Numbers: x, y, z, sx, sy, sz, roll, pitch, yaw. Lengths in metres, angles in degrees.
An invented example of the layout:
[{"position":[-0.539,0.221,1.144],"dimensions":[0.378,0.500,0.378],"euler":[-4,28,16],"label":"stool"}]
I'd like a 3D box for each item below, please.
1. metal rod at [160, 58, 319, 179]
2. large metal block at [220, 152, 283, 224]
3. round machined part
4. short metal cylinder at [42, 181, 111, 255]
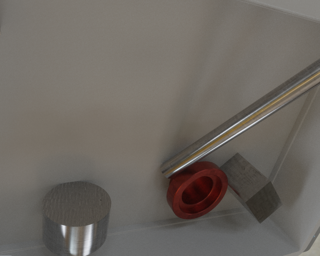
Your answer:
[{"position":[0.116,-0.016,0.388],"dimensions":[0.299,0.025,0.025],"euler":[-37,134,28],"label":"metal rod"},{"position":[0.149,0.100,0.519],"dimensions":[0.050,0.080,0.080],"euler":[-40,130,-1],"label":"large metal block"},{"position":[0.054,0.092,0.486],"dimensions":[0.099,0.042,0.097],"euler":[-14,125,-21],"label":"round machined part"},{"position":[-0.104,0.112,0.386],"dimensions":[0.081,0.080,0.050],"euler":[-4,120,-27],"label":"short metal cylinder"}]
